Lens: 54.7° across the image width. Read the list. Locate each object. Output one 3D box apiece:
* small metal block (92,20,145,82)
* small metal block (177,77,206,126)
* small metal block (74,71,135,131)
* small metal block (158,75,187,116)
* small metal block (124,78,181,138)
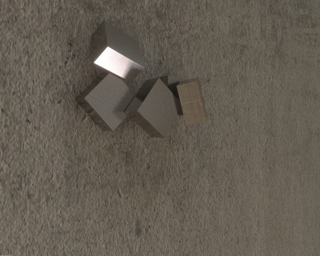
[{"bbox_3d":[-0.048,-0.087,0.352,0.050,0.025,0.050,24,38,-38],"label":"small metal block"},{"bbox_3d":[0.041,-0.035,0.394,0.050,0.025,0.050,-60,137,-73],"label":"small metal block"},{"bbox_3d":[-0.060,-0.031,0.357,0.050,0.025,0.050,-52,121,-27],"label":"small metal block"},{"bbox_3d":[0.021,-0.042,0.426,0.050,0.025,0.050,2,89,-40],"label":"small metal block"},{"bbox_3d":[-0.006,-0.023,0.369,0.050,0.025,0.050,45,63,-31],"label":"small metal block"}]
